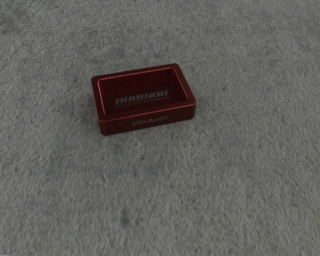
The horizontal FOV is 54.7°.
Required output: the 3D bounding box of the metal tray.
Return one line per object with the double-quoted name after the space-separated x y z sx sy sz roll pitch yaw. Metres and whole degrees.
-0.025 -0.043 0.435 0.131 0.030 0.090 -11 51 -10 "metal tray"
